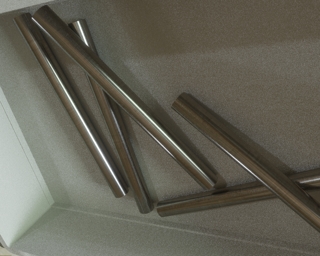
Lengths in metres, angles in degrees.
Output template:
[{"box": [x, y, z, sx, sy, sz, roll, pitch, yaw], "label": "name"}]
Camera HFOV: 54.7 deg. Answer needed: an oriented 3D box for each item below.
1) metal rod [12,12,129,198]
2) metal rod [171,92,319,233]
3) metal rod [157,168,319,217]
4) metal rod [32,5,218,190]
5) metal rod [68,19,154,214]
[{"box": [-0.124, -0.021, 0.460, 0.025, 0.025, 0.299, -13, 112, 33], "label": "metal rod"}, {"box": [0.133, 0.063, 0.347, 0.300, 0.025, 0.025, 41, 130, 11], "label": "metal rod"}, {"box": [0.116, 0.083, 0.398, 0.299, 0.025, 0.025, -21, 107, 36], "label": "metal rod"}, {"box": [-0.035, -0.030, 0.389, 0.300, 0.025, 0.025, 45, 129, -11], "label": "metal rod"}, {"box": [-0.063, -0.001, 0.441, 0.025, 0.025, 0.298, -4, 117, 30], "label": "metal rod"}]
